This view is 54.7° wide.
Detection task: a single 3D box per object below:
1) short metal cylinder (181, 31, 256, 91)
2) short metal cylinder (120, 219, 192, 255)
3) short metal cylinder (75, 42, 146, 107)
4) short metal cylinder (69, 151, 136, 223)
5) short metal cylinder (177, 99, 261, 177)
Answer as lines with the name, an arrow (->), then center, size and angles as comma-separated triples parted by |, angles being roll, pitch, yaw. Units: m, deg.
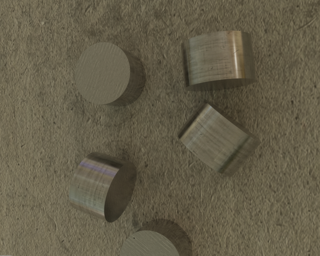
short metal cylinder -> 0.066, -0.074, 0.356 | 0.080, 0.080, 0.050 | -6, 88, 20
short metal cylinder -> -0.004, 0.163, 0.397 | 0.080, 0.050, 0.080 | 0, 90, 20
short metal cylinder -> -0.066, -0.070, 0.419 | 0.080, 0.050, 0.080 | 0, 90, 20
short metal cylinder -> -0.072, 0.076, 0.405 | 0.050, 0.080, 0.080 | 15, 95, 19
short metal cylinder -> 0.067, 0.011, 0.356 | 0.080, 0.080, 0.050 | 41, 103, 15
